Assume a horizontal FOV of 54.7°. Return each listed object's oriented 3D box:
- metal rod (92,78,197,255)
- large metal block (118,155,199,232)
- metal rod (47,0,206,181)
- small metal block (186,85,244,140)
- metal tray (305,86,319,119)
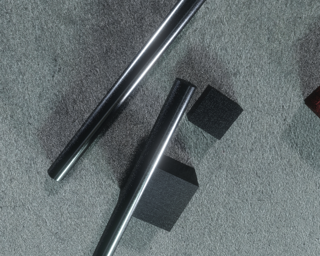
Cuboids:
[{"bbox_3d":[-0.032,0.078,0.384,0.025,0.025,0.298,23,108,-9],"label":"metal rod"},{"bbox_3d":[-0.004,0.083,0.427,0.080,0.050,0.080,26,108,-10],"label":"large metal block"},{"bbox_3d":[-0.051,-0.045,0.392,0.025,0.025,0.299,37,106,-13],"label":"metal rod"},{"bbox_3d":[0.071,-0.020,0.403,0.050,0.025,0.050,32,107,-12],"label":"small metal block"},{"bbox_3d":[0.268,-0.022,0.402,0.130,0.030,0.090,40,105,-14],"label":"metal tray"}]
